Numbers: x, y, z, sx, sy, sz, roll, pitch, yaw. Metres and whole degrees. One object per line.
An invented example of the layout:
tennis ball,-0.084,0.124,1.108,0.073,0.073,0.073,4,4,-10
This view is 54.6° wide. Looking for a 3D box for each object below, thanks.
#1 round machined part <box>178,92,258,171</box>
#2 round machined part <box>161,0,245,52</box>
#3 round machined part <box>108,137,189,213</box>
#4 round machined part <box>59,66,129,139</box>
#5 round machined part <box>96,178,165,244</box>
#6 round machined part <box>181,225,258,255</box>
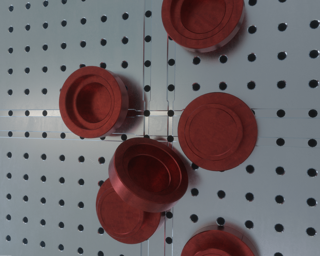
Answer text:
round machined part,0.068,0.005,0.380,0.098,0.042,0.097,0,90,20
round machined part,0.055,-0.142,0.384,0.098,0.042,0.097,0,90,20
round machined part,-0.017,0.062,0.386,0.098,0.099,0.042,44,129,15
round machined part,-0.088,-0.035,0.435,0.098,0.042,0.097,0,90,20
round machined part,-0.045,0.109,0.420,0.098,0.042,0.097,0,90,20
round machined part,0.071,0.174,0.379,0.098,0.042,0.097,0,90,20
